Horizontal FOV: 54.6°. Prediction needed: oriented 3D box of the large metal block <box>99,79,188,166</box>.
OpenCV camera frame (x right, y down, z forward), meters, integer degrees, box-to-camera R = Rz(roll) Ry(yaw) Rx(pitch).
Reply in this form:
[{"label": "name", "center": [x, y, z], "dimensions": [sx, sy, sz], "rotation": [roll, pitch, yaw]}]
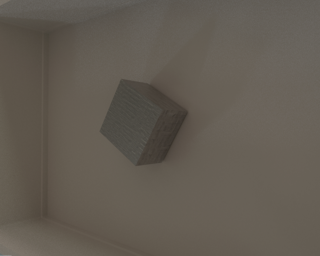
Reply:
[{"label": "large metal block", "center": [-0.024, -0.008, 0.407], "dimensions": [0.080, 0.050, 0.080], "rotation": [39, 113, 33]}]
